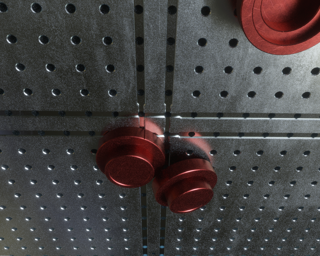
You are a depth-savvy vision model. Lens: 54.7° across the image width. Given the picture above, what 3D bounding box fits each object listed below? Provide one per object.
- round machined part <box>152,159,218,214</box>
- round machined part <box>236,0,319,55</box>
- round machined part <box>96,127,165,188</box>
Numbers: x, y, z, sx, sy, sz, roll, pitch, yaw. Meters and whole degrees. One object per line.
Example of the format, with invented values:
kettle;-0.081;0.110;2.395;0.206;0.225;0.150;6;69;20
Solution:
round machined part;0.040;0.092;0.461;0.099;0.042;0.097;-13;140;-11
round machined part;0.123;-0.124;0.297;0.099;0.042;0.097;-1;130;0
round machined part;-0.042;0.048;0.441;0.099;0.042;0.097;-1;130;0
